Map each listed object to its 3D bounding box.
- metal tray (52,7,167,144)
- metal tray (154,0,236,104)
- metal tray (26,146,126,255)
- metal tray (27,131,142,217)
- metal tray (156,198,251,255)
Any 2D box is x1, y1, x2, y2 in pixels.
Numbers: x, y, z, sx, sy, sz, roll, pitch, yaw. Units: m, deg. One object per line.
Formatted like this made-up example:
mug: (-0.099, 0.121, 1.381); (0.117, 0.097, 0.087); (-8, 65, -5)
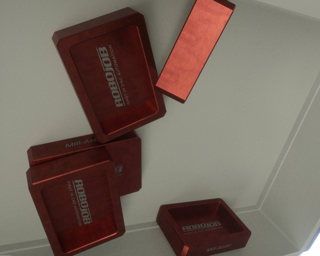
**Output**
metal tray: (-0.050, -0.055, 0.345); (0.091, 0.030, 0.129); (-25, 128, -14)
metal tray: (0.035, -0.083, 0.312); (0.030, 0.130, 0.089); (27, 109, -1)
metal tray: (-0.095, 0.093, 0.372); (0.091, 0.030, 0.129); (-17, 126, -19)
metal tray: (-0.089, 0.054, 0.391); (0.131, 0.030, 0.089); (-12, 124, -22)
metal tray: (0.071, 0.161, 0.507); (0.131, 0.090, 0.030); (1, 118, -29)
